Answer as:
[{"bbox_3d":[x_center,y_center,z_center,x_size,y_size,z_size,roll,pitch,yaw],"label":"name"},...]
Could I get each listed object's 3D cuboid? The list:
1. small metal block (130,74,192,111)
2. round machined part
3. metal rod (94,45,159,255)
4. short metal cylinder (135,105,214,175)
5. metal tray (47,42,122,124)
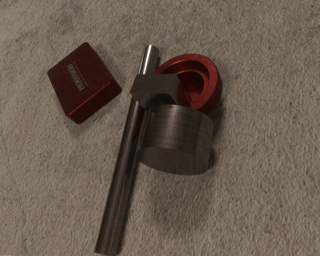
[{"bbox_3d":[0.002,-0.037,0.354,0.050,0.050,0.025,5,65,30],"label":"small metal block"},{"bbox_3d":[0.033,-0.045,0.402,0.098,0.042,0.098,-13,56,20],"label":"round machined part"},{"bbox_3d":[-0.038,0.011,0.415,0.025,0.025,0.299,-4,60,26],"label":"metal rod"},{"bbox_3d":[0.017,0.016,0.349,0.080,0.080,0.050,-1,62,27],"label":"short metal cylinder"},{"bbox_3d":[-0.129,-0.078,0.514,0.090,0.030,0.130,-38,51,2],"label":"metal tray"}]
